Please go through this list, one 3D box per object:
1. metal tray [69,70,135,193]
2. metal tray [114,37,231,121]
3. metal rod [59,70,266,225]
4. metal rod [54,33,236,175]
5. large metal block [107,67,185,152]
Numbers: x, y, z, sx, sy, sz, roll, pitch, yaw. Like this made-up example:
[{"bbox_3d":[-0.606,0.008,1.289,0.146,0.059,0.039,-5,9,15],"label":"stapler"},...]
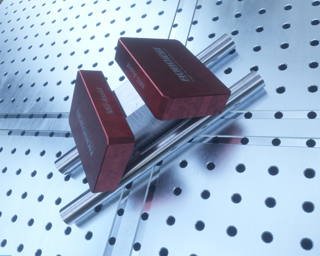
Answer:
[{"bbox_3d":[-0.077,0.001,0.377,0.130,0.030,0.089,60,140,38],"label":"metal tray"},{"bbox_3d":[0.011,-0.064,0.370,0.091,0.030,0.130,-7,44,-30],"label":"metal tray"},{"bbox_3d":[0.000,0.027,0.391,0.300,0.025,0.025,-36,51,4],"label":"metal rod"},{"bbox_3d":[-0.023,-0.032,0.438,0.300,0.025,0.025,-37,51,3],"label":"metal rod"},{"bbox_3d":[-0.016,-0.021,0.392,0.080,0.080,0.050,-36,51,4],"label":"large metal block"}]
